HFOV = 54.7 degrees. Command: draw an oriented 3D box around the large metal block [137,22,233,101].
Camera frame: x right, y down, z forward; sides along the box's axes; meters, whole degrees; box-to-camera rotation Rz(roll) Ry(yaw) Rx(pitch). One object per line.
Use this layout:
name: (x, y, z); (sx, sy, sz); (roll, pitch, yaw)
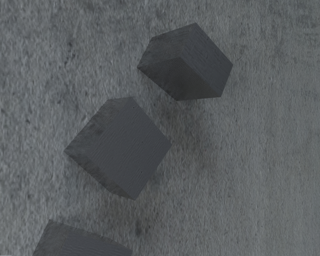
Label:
large metal block: (0.032, -0.080, 0.398); (0.080, 0.080, 0.050); (37, 68, -34)

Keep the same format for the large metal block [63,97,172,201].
large metal block: (-0.045, 0.022, 0.353); (0.080, 0.050, 0.080); (50, 60, -29)

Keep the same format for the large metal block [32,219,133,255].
large metal block: (-0.087, 0.149, 0.318); (0.080, 0.050, 0.080); (34, 69, -35)
